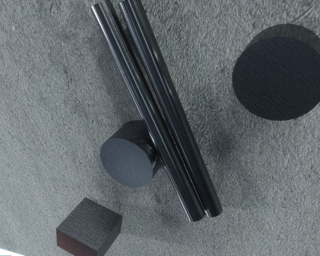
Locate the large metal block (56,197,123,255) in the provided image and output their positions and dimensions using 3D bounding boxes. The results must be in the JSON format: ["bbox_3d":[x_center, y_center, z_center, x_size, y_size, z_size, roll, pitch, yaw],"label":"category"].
[{"bbox_3d":[-0.124,0.182,0.549,0.080,0.080,0.050,22,127,14],"label":"large metal block"}]

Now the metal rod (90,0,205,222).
[{"bbox_3d":[-0.009,-0.010,0.392,0.025,0.025,0.299,-15,107,34],"label":"metal rod"}]

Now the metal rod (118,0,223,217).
[{"bbox_3d":[0.021,-0.011,0.388,0.025,0.025,0.299,-10,114,32],"label":"metal rod"}]

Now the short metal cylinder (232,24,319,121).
[{"bbox_3d":[0.115,-0.054,0.297,0.080,0.050,0.079,13,124,21],"label":"short metal cylinder"}]

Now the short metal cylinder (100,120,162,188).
[{"bbox_3d":[-0.035,0.036,0.431,0.080,0.050,0.079,13,124,21],"label":"short metal cylinder"}]
